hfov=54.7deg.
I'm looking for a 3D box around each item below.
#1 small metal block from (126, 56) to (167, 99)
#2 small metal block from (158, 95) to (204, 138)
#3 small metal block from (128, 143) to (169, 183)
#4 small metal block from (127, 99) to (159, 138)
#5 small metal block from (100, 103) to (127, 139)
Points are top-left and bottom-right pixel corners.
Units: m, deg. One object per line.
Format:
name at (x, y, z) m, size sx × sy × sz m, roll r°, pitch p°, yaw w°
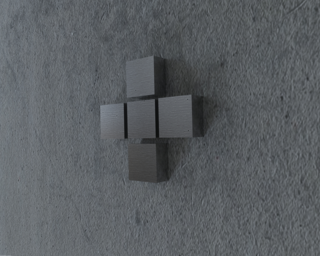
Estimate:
small metal block at (-0.019, -0.067, 0.420) m, size 0.050 × 0.025 × 0.050 m, roll -2°, pitch 89°, yaw 39°
small metal block at (0.026, -0.013, 0.384) m, size 0.050 × 0.025 × 0.050 m, roll -2°, pitch 89°, yaw 39°
small metal block at (-0.016, 0.046, 0.418) m, size 0.050 × 0.025 × 0.050 m, roll -3°, pitch 88°, yaw 39°
small metal block at (-0.017, -0.011, 0.419) m, size 0.050 × 0.025 × 0.050 m, roll -2°, pitch 89°, yaw 39°
small metal block at (-0.061, -0.009, 0.455) m, size 0.050 × 0.025 × 0.050 m, roll -2°, pitch 89°, yaw 39°
